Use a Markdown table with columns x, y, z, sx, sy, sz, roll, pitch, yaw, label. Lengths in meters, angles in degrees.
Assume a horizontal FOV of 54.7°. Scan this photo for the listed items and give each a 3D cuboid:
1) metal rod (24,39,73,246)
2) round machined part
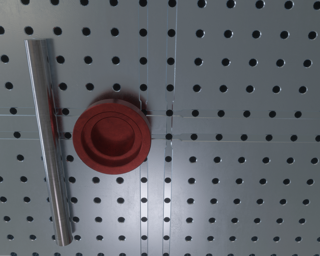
| x | y | z | sx | sy | sz | roll | pitch | yaw | label |
| --- | --- | --- | --- | --- | --- | --- | --- | --- | --- |
| -0.148 | 0.033 | 0.424 | 0.025 | 0.025 | 0.298 | -1 | 110 | 0 | metal rod |
| -0.060 | 0.008 | 0.407 | 0.099 | 0.042 | 0.097 | 0 | 110 | 0 | round machined part |
